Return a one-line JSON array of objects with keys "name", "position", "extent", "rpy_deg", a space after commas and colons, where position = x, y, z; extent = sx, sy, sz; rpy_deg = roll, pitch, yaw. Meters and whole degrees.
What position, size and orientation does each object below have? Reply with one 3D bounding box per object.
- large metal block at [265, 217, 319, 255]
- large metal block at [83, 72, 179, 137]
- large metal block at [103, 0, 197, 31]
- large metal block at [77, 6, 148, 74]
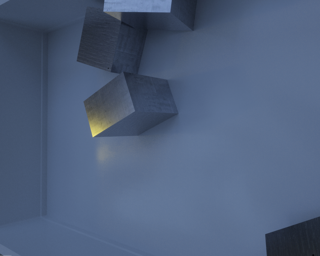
[{"name": "large metal block", "position": [0.138, 0.122, 0.250], "extent": [0.080, 0.050, 0.080], "rpy_deg": [-35, 24, 34]}, {"name": "large metal block", "position": [-0.037, -0.027, 0.402], "extent": [0.080, 0.081, 0.050], "rpy_deg": [-28, 73, 36]}, {"name": "large metal block", "position": [-0.008, -0.150, 0.364], "extent": [0.080, 0.080, 0.050], "rpy_deg": [9, 97, 22]}, {"name": "large metal block", "position": [-0.069, -0.125, 0.448], "extent": [0.080, 0.050, 0.079], "rpy_deg": [23, 105, 37]}]
